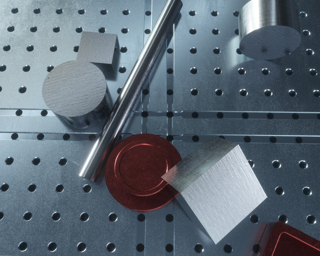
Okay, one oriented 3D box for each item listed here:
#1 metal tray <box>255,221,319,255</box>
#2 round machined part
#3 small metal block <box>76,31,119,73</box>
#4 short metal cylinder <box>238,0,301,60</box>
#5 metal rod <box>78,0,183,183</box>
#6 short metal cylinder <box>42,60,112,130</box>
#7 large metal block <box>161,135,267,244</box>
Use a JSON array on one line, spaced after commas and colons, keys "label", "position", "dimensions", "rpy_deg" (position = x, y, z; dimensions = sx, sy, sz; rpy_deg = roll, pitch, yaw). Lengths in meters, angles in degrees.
[{"label": "metal tray", "position": [0.143, 0.183, 0.343], "dimensions": [0.090, 0.030, 0.130], "rpy_deg": [27, 72, 9]}, {"label": "round machined part", "position": [-0.019, 0.053, 0.383], "dimensions": [0.099, 0.042, 0.098], "rpy_deg": [0, 70, 0]}, {"label": "small metal block", "position": [-0.090, -0.111, 0.451], "dimensions": [0.050, 0.025, 0.050], "rpy_deg": [6, 70, 2]}, {"label": "short metal cylinder", "position": [0.152, -0.139, 0.434], "dimensions": [0.080, 0.080, 0.050], "rpy_deg": [3, 70, 1]}, {"label": "metal rod", "position": [-0.034, -0.066, 0.435], "dimensions": [0.025, 0.025, 0.300], "rpy_deg": [21, 71, 7]}, {"label": "short metal cylinder", "position": [-0.108, -0.043, 0.413], "dimensions": [0.081, 0.050, 0.080], "rpy_deg": [0, 70, 0]}, {"label": "large metal block", "position": [0.062, 0.068, 0.354], "dimensions": [0.080, 0.050, 0.080], "rpy_deg": [-38, 112, -13]}]
